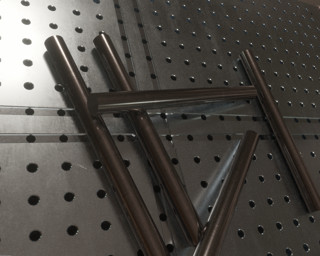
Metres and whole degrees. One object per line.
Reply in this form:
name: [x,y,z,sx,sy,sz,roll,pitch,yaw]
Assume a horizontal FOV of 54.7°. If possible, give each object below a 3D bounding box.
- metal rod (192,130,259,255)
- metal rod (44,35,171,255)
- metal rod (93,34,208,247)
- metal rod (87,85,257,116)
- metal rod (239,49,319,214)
metal rod: [0.077,0.094,0.368,0.025,0.025,0.301,40,43,-1]
metal rod: [-0.068,0.015,0.363,0.025,0.025,0.299,-18,71,-35]
metal rod: [-0.019,0.003,0.397,0.025,0.025,0.299,-15,70,-34]
metal rod: [0.041,-0.044,0.436,0.302,0.025,0.025,-9,66,-40]
metal rod: [0.198,-0.008,0.522,0.025,0.025,0.299,-2,63,-29]
